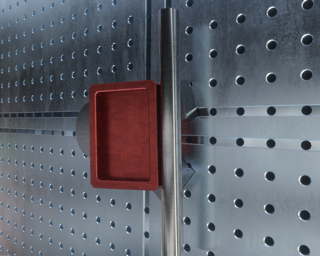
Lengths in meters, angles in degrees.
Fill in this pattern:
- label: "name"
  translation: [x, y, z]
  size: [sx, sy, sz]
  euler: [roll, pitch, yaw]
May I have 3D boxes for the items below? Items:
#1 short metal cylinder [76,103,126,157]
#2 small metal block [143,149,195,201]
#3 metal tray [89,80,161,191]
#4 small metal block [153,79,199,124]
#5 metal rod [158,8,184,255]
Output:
- label: "short metal cylinder"
  translation: [-0.079, 0.002, 0.454]
  size: [0.080, 0.050, 0.079]
  euler: [0, 90, 39]
- label: "small metal block"
  translation: [0.008, 0.059, 0.400]
  size: [0.050, 0.025, 0.050]
  euler: [46, 117, 29]
- label: "metal tray"
  translation: [-0.041, 0.009, 0.386]
  size: [0.090, 0.030, 0.129]
  euler: [-1, 89, 20]
- label: "small metal block"
  translation: [0.016, -0.029, 0.394]
  size: [0.050, 0.025, 0.050]
  euler: [-19, 78, 38]
- label: "metal rod"
  translation: [0.013, 0.012, 0.364]
  size: [0.025, 0.025, 0.298]
  euler: [-2, 89, 39]
